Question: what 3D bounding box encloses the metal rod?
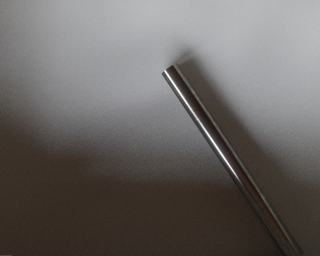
[{"bbox_3d":[0.096,0.045,0.412,0.025,0.025,0.299,-34,90,0],"label":"metal rod"}]
